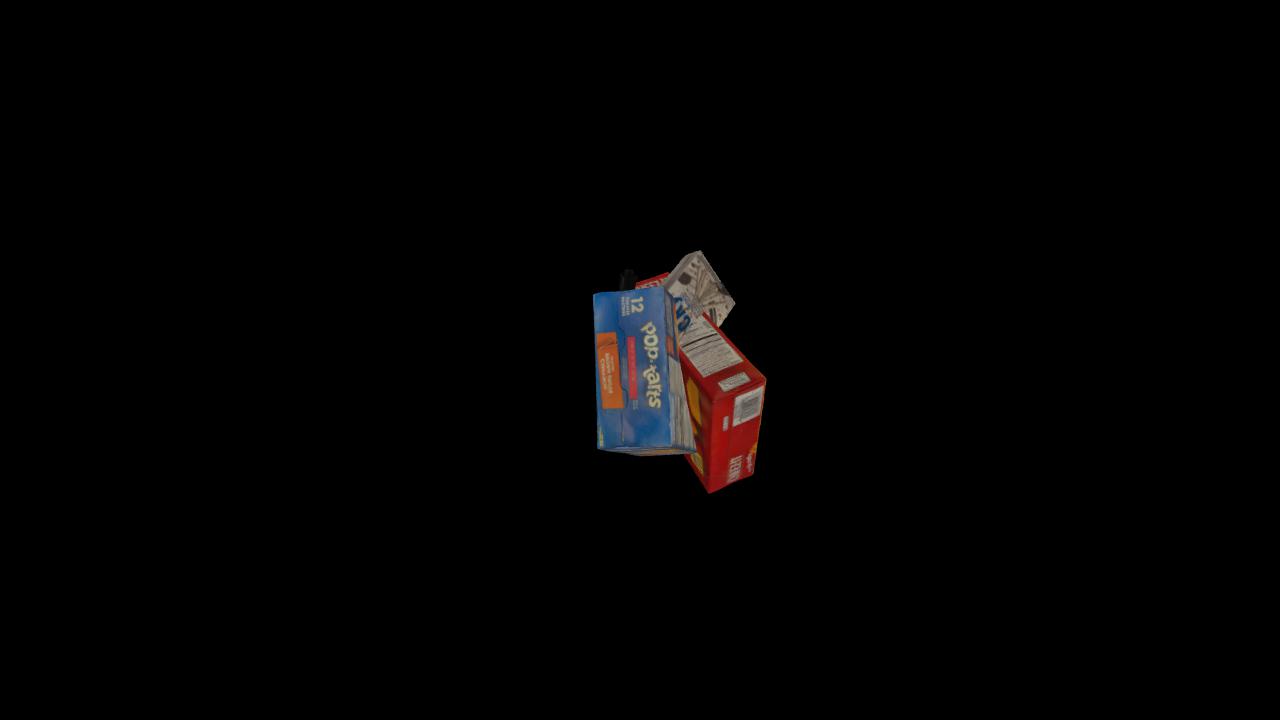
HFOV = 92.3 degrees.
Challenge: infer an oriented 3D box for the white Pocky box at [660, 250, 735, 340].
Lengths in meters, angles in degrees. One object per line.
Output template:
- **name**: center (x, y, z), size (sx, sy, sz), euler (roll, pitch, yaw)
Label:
- **white Pocky box**: center (0.048, -0.049, 0.696), size (0.028, 0.084, 0.154), euler (-13, 31, 47)

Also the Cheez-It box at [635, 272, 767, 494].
- **Cheez-It box**: center (0.058, 0.022, 0.740), size (0.071, 0.166, 0.223), euler (-19, 46, -16)

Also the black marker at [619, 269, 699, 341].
- **black marker**: center (-0.020, -0.041, 0.672), size (0.020, 0.121, 0.020), euler (8, 25, -4)

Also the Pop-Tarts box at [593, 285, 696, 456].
- **Pop-Tarts box**: center (0.011, 0.020, 0.686), size (0.083, 0.167, 0.141), euler (-7, -13, 17)
